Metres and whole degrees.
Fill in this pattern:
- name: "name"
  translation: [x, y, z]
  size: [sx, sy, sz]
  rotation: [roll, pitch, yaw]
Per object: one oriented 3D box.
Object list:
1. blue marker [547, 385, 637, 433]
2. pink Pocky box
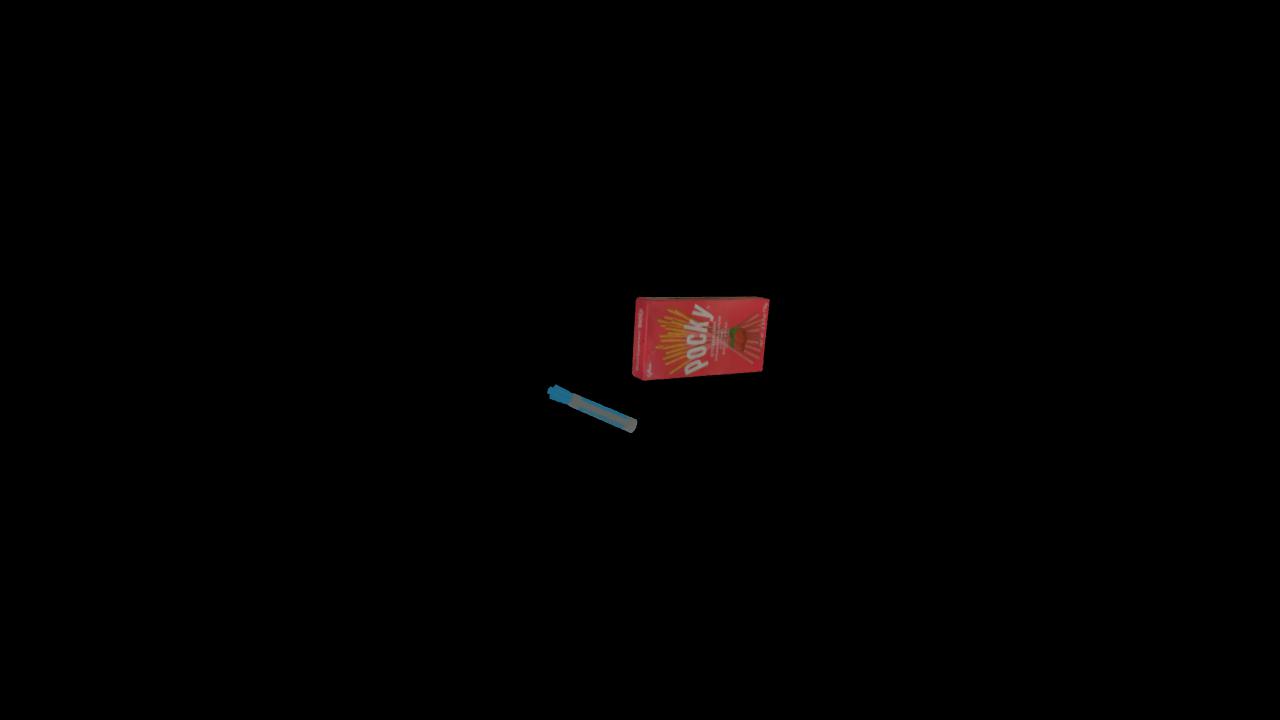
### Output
- name: "blue marker"
  translation: [-0.058, 0.060, 0.756]
  size: [0.121, 0.020, 0.020]
  rotation: [26, -10, -22]
- name: "pink Pocky box"
  translation: [0.067, -0.025, 0.655]
  size: [0.155, 0.084, 0.029]
  rotation: [-3, 14, -27]
